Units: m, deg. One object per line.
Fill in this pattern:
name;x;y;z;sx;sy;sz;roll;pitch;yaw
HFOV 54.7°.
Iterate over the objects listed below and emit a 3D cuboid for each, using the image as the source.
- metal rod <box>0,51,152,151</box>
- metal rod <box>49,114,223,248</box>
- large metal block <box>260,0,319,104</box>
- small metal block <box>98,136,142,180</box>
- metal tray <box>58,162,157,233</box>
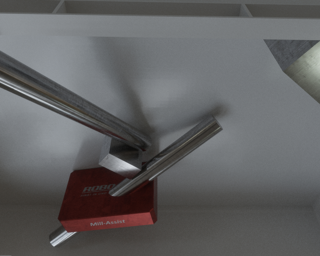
metal rod;-0.087;-0.022;0.300;0.025;0.025;0.301;-23;155;18
metal rod;-0.042;0.081;0.434;0.300;0.025;0.025;-37;122;13
large metal block;0.158;-0.073;0.314;0.080;0.080;0.050;31;123;-24
small metal block;-0.052;0.035;0.422;0.050;0.050;0.025;31;123;-24
metal tray;-0.071;0.098;0.448;0.131;0.090;0.030;-7;130;6
